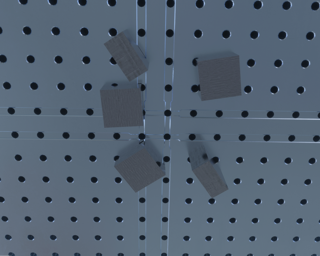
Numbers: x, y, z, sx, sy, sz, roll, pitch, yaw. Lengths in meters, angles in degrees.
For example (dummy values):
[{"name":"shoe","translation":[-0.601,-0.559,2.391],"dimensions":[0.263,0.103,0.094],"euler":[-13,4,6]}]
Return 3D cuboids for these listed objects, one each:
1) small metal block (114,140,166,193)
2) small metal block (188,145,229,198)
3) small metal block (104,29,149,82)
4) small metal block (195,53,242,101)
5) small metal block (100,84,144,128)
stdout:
[{"name":"small metal block","translation":[-0.027,0.054,0.433],"dimensions":[0.050,0.025,0.050],"euler":[-33,107,11]},{"name":"small metal block","translation":[0.065,0.058,0.423],"dimensions":[0.025,0.050,0.050],"euler":[-32,107,11]},{"name":"small metal block","translation":[-0.038,-0.087,0.367],"dimensions":[0.025,0.050,0.050],"euler":[-31,108,10]},{"name":"small metal block","translation":[0.073,-0.065,0.391],"dimensions":[0.050,0.025,0.050],"euler":[-8,110,2]},{"name":"small metal block","translation":[-0.048,-0.029,0.402],"dimensions":[0.050,0.025,0.050],"euler":[-3,110,0]}]
